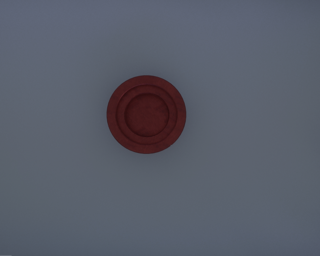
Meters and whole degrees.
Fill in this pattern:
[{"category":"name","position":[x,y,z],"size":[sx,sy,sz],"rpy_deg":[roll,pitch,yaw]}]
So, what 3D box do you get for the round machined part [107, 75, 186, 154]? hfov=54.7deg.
[{"category":"round machined part","position":[-0.017,-0.017,0.403],"size":[0.099,0.042,0.097],"rpy_deg":[0,90,-1]}]
